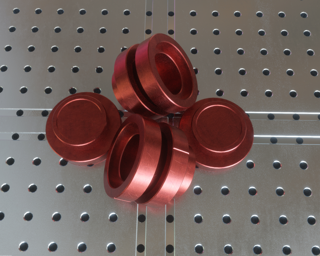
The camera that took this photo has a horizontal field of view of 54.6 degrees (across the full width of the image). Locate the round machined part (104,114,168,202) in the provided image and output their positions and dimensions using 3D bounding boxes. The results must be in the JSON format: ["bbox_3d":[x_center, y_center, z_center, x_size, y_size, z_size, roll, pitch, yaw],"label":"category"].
[{"bbox_3d":[-0.024,0.036,0.355,0.042,0.098,0.098,21,68,-27],"label":"round machined part"}]

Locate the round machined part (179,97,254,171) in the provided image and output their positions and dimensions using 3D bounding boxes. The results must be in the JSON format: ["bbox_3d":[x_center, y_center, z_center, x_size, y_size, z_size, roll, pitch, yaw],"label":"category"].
[{"bbox_3d":[0.073,0.004,0.402,0.099,0.042,0.098,0,70,0],"label":"round machined part"}]

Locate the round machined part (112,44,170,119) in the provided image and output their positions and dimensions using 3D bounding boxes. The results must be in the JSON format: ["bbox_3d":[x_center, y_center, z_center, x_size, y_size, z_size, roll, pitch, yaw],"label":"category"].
[{"bbox_3d":[-0.024,-0.056,0.405,0.042,0.099,0.098,-21,65,35],"label":"round machined part"}]

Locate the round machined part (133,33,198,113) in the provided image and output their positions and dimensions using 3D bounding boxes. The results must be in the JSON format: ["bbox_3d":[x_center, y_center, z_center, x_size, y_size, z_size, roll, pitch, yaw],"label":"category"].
[{"bbox_3d":[0.003,-0.064,0.390,0.042,0.099,0.098,-21,65,35],"label":"round machined part"}]

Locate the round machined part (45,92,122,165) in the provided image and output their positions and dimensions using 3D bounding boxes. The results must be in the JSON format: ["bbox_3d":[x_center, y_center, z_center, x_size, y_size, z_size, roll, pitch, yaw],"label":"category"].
[{"bbox_3d":[-0.100,-0.004,0.403,0.099,0.042,0.098,0,70,0],"label":"round machined part"}]

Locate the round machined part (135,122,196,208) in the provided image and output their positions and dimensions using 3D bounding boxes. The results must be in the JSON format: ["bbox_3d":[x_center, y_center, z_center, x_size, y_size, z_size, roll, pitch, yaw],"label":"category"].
[{"bbox_3d":[0.005,0.046,0.366,0.042,0.098,0.098,21,68,-26],"label":"round machined part"}]
